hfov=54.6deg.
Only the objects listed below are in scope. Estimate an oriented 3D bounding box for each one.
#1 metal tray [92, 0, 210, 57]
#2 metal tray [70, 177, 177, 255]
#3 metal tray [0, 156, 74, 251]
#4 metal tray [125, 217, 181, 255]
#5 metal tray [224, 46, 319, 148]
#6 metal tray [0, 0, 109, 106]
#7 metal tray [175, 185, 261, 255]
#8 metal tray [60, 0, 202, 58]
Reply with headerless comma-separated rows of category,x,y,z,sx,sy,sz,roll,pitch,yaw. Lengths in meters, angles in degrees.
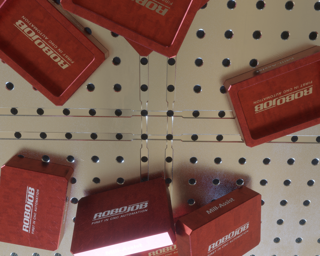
metal tray,0.000,-0.157,0.353,0.130,0.030,0.090,-39,106,13
metal tray,-0.049,0.124,0.421,0.130,0.090,0.030,-15,127,5
metal tray,-0.182,0.111,0.450,0.090,0.030,0.129,12,110,-5
metal tray,0.018,0.191,0.481,0.130,0.030,0.090,-20,109,7
metal tray,0.159,-0.039,0.397,0.130,0.030,0.090,-20,109,7
metal tray,-0.139,-0.101,0.372,0.130,0.030,0.090,43,104,-14
metal tray,0.085,0.145,0.429,0.131,0.030,0.089,-18,113,-30
metal tray,-0.025,-0.142,0.325,0.131,0.030,0.090,23,108,-8
